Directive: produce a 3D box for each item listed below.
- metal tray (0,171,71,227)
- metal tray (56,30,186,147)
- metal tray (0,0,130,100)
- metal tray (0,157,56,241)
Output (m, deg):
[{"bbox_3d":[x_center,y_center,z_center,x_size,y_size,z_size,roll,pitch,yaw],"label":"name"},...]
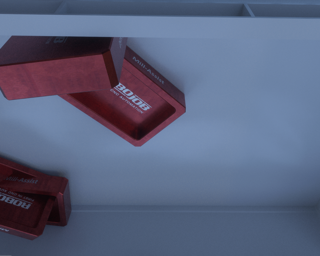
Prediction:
[{"bbox_3d":[-0.210,0.110,0.485,0.131,0.030,0.089,7,130,-3],"label":"metal tray"},{"bbox_3d":[-0.044,-0.041,0.370,0.130,0.030,0.090,36,121,-27],"label":"metal tray"},{"bbox_3d":[-0.078,-0.078,0.273,0.090,0.130,0.030,-6,130,5],"label":"metal tray"},{"bbox_3d":[-0.221,0.096,0.442,0.131,0.090,0.030,27,140,-22],"label":"metal tray"}]
